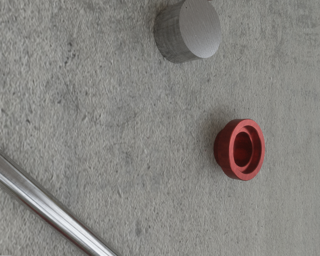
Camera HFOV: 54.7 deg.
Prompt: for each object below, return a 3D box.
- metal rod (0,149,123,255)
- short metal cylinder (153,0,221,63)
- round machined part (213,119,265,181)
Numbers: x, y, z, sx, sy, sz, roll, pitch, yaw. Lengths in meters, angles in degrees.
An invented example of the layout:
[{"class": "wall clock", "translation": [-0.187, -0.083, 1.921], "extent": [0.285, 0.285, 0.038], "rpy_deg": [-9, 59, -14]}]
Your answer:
[{"class": "metal rod", "translation": [-0.083, 0.119, 0.336], "extent": [0.025, 0.025, 0.300], "rpy_deg": [-53, 121, -27]}, {"class": "short metal cylinder", "translation": [0.038, -0.132, 0.422], "extent": [0.081, 0.050, 0.079], "rpy_deg": [0, 90, -40]}, {"class": "round machined part", "translation": [0.125, 0.034, 0.501], "extent": [0.099, 0.042, 0.097], "rpy_deg": [0, 90, -40]}]
